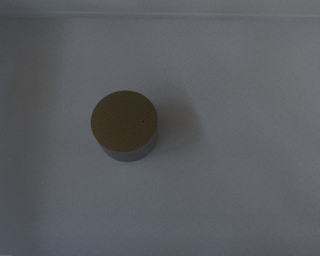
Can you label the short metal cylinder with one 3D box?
[{"bbox_3d":[-0.043,-0.001,0.397,0.080,0.050,0.080,0,70,0],"label":"short metal cylinder"}]
